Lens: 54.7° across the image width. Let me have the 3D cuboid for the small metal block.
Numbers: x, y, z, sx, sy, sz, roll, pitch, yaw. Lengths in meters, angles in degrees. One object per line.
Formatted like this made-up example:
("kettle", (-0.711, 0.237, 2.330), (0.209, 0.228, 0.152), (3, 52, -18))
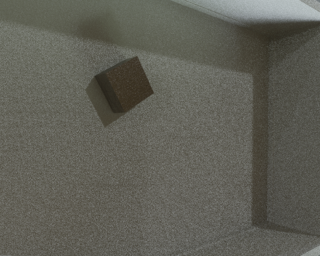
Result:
("small metal block", (-0.042, -0.052, 0.373), (0.050, 0.025, 0.050), (-38, 114, -34))
